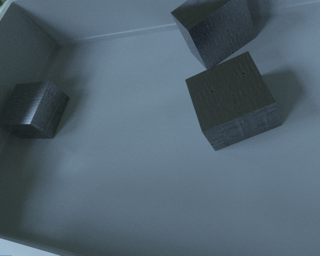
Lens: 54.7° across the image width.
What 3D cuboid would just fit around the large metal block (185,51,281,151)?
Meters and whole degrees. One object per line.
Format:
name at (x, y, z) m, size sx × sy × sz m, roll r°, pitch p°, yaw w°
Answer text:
large metal block at (0.084, -0.031, 0.364) m, size 0.080 × 0.050 × 0.080 m, roll -23°, pitch 53°, yaw 14°

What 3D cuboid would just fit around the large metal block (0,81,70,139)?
large metal block at (-0.211, -0.029, 0.519) m, size 0.080 × 0.050 × 0.080 m, roll 0°, pitch 62°, yaw 28°

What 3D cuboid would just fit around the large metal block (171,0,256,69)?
large metal block at (0.074, -0.138, 0.417) m, size 0.080 × 0.080 × 0.050 m, roll -35°, pitch 51°, yaw 5°
